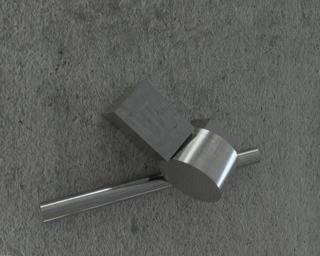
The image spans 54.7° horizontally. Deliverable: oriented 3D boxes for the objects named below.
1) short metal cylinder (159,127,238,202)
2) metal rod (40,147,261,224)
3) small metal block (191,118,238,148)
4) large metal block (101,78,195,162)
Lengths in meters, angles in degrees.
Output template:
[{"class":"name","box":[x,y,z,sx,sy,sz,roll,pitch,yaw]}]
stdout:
[{"class":"short metal cylinder","box":[0.047,0.045,0.373,0.080,0.080,0.050,44,59,-15]},{"class":"metal rod","box":[0.003,0.070,0.410,0.302,0.025,0.025,-12,94,-20]},{"class":"small metal block","box":[0.068,0.012,0.421,0.050,0.050,0.025,39,78,-16]},{"class":"large metal block","box":[-0.017,-0.008,0.374,0.080,0.080,0.050,44,76,-15]}]
